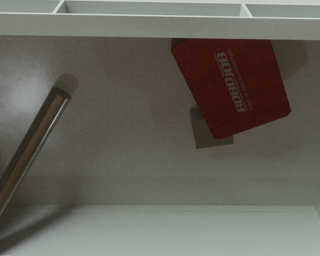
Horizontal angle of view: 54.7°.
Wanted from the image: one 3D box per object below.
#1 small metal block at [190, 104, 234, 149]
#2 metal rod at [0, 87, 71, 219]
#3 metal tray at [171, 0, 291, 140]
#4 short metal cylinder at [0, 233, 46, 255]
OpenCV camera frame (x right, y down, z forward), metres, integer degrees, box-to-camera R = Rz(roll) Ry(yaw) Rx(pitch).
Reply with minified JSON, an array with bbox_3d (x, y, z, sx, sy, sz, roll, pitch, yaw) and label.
[{"bbox_3d":[0.069,-0.002,0.409,0.050,0.025,0.050,-9,130,7],"label":"small metal block"},{"bbox_3d":[-0.201,0.077,0.410,0.025,0.025,0.299,29,105,-23],"label":"metal rod"},{"bbox_3d":[0.078,-0.055,0.334,0.090,0.030,0.130,-21,123,16],"label":"metal tray"},{"bbox_3d":[-0.271,0.249,0.604,0.081,0.050,0.079,0,130,0],"label":"short metal cylinder"}]
